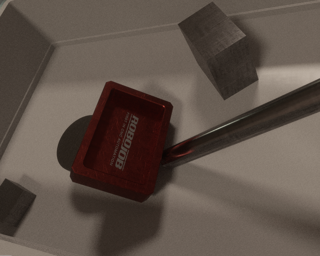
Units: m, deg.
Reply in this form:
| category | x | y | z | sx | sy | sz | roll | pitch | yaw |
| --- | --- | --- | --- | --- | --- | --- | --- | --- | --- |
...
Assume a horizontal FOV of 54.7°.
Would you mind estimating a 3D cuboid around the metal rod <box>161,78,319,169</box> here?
| category | x | y | z | sx | sy | sz | roll | pitch | yaw |
| --- | --- | --- | --- | --- | --- | --- | --- | --- | --- |
| metal rod | 0.105 | -0.013 | 0.277 | 0.299 | 0.025 | 0.025 | -28 | 47 | 43 |

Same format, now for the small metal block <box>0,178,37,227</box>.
| category | x | y | z | sx | sy | sz | roll | pitch | yaw |
| --- | --- | --- | --- | --- | --- | --- | --- | --- | --- |
| small metal block | -0.217 | 0.108 | 0.451 | 0.050 | 0.025 | 0.050 | 17 | 71 | 34 |

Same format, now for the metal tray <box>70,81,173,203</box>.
| category | x | y | z | sx | sy | sz | roll | pitch | yaw |
| --- | --- | --- | --- | --- | --- | --- | --- | --- | --- |
| metal tray | -0.041 | 0.013 | 0.371 | 0.091 | 0.030 | 0.130 | 20 | 56 | -9 |

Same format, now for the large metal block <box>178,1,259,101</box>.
| category | x | y | z | sx | sy | sz | roll | pitch | yaw |
| --- | --- | --- | --- | --- | --- | --- | --- | --- | --- |
| large metal block | 0.074 | -0.095 | 0.389 | 0.050 | 0.080 | 0.080 | -32 | 52 | 7 |

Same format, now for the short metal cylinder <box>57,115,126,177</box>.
| category | x | y | z | sx | sy | sz | roll | pitch | yaw |
| --- | --- | --- | --- | --- | --- | --- | --- | --- | --- |
| short metal cylinder | -0.089 | 0.029 | 0.417 | 0.080 | 0.050 | 0.080 | -13 | 56 | 21 |
